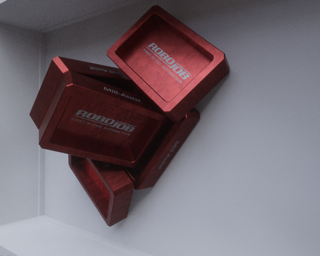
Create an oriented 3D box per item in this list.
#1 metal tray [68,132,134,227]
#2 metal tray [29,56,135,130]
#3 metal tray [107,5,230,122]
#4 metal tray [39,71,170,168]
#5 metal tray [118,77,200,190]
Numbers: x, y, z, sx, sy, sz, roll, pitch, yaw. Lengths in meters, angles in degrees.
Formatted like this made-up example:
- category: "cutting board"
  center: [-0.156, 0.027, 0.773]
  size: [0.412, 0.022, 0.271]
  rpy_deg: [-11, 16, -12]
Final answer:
- category: "metal tray"
  center: [-0.091, 0.067, 0.451]
  size: [0.130, 0.030, 0.089]
  rpy_deg: [47, 142, 29]
- category: "metal tray"
  center: [-0.090, -0.038, 0.407]
  size: [0.030, 0.131, 0.089]
  rpy_deg: [48, 119, 30]
- category: "metal tray"
  center: [0.006, -0.081, 0.372]
  size: [0.090, 0.030, 0.130]
  rpy_deg: [-44, 60, 2]
- category: "metal tray"
  center: [-0.065, -0.004, 0.372]
  size: [0.089, 0.131, 0.030]
  rpy_deg: [-57, 34, 24]
- category: "metal tray"
  center: [-0.016, 0.006, 0.412]
  size: [0.090, 0.030, 0.129]
  rpy_deg: [46, 117, 29]
